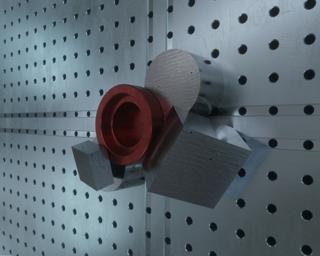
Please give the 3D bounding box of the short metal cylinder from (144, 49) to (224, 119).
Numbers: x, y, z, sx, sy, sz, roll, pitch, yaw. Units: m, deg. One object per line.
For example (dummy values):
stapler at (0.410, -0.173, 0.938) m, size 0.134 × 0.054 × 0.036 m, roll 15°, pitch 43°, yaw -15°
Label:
short metal cylinder at (0.028, -0.050, 0.370) m, size 0.080 × 0.050 × 0.079 m, roll 0°, pitch 90°, yaw 40°

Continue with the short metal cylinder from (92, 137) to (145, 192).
short metal cylinder at (-0.059, 0.047, 0.441) m, size 0.080 × 0.050 × 0.079 m, roll 0°, pitch 90°, yaw 40°

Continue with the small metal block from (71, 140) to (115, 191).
small metal block at (-0.087, 0.047, 0.400) m, size 0.050 × 0.025 × 0.050 m, roll 13°, pitch 118°, yaw 51°

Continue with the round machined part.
round machined part at (-0.033, -0.004, 0.387) m, size 0.098 × 0.042 × 0.097 m, roll 0°, pitch 90°, yaw 40°

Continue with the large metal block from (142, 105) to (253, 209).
large metal block at (0.036, 0.032, 0.335) m, size 0.080 × 0.081 × 0.050 m, roll -62°, pitch 21°, yaw 21°
